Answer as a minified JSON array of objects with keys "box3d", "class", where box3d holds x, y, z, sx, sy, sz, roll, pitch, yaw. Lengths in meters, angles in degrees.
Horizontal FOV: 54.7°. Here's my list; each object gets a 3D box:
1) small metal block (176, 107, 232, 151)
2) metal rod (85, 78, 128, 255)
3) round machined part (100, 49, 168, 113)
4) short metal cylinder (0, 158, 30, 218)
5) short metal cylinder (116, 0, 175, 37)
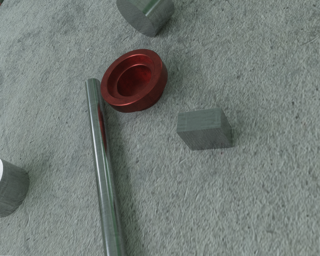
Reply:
[{"box3d":[0.053,0.003,0.358,0.050,0.050,0.025,-7,59,25],"class":"small metal block"},{"box3d":[-0.077,0.044,0.417,0.025,0.025,0.299,-25,53,12],"class":"metal rod"},{"box3d":[-0.033,-0.063,0.449,0.098,0.042,0.098,-13,56,21],"class":"round machined part"},{"box3d":[-0.246,0.088,0.463,0.080,0.050,0.080,-13,56,21],"class":"short metal cylinder"},{"box3d":[-0.023,-0.194,0.500,0.080,0.080,0.050,32,80,38],"class":"short metal cylinder"}]
